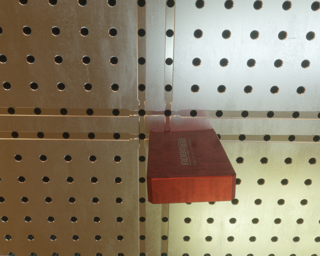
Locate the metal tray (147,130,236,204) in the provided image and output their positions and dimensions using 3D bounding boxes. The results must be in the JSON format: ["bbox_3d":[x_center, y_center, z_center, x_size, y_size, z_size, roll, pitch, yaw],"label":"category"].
[{"bbox_3d":[0.032,0.040,0.373,0.091,0.130,0.030,-2,110,0],"label":"metal tray"}]
